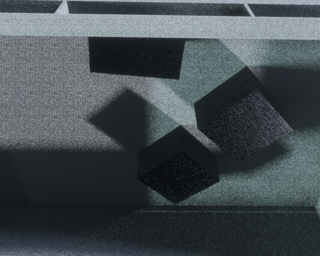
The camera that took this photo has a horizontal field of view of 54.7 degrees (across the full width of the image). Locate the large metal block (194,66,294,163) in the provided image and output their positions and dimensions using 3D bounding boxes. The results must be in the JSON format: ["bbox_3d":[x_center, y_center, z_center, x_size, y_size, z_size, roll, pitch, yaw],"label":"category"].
[{"bbox_3d":[0.100,-0.014,0.381,0.080,0.050,0.080,-36,122,26],"label":"large metal block"}]

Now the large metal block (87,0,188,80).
[{"bbox_3d":[-0.020,-0.092,0.295,0.081,0.080,0.050,4,130,-4],"label":"large metal block"}]

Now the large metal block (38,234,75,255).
[{"bbox_3d":[-0.201,0.263,0.598,0.050,0.080,0.079,2,130,-2],"label":"large metal block"}]

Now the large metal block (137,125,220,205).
[{"bbox_3d":[0.025,0.054,0.439,0.080,0.050,0.080,-34,122,25],"label":"large metal block"}]
